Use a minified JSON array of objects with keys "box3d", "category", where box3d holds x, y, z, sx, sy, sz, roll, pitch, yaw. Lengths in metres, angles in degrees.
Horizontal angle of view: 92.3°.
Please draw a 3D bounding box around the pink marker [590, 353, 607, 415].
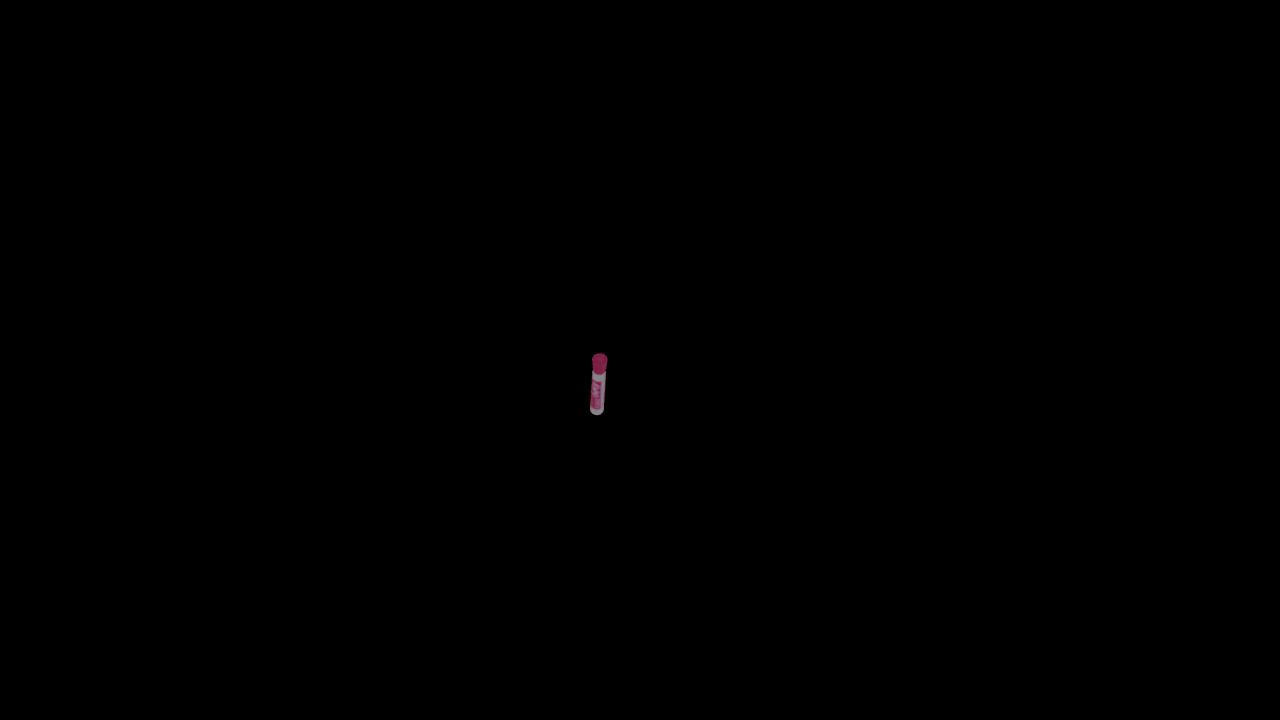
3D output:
[{"box3d":[-0.053,0.032,0.787,0.020,0.020,0.121,0,-37,-6],"category":"pink marker"}]
